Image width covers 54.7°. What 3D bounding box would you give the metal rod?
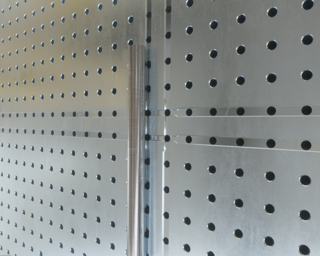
[{"bbox_3d":[-0.033,0.035,0.434,0.025,0.025,0.298,1,90,39],"label":"metal rod"}]
